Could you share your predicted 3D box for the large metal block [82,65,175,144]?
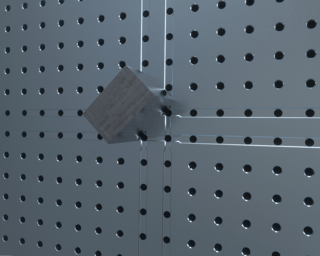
[{"bbox_3d":[-0.036,-0.027,0.395,0.080,0.080,0.050,-46,76,14],"label":"large metal block"}]
